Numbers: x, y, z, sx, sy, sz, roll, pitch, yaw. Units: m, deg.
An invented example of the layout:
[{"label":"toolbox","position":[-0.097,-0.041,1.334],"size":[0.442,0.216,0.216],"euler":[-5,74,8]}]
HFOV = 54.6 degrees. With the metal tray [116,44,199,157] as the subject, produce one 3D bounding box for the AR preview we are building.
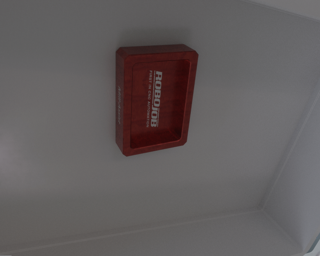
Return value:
[{"label":"metal tray","position":[-0.006,-0.033,0.380],"size":[0.091,0.030,0.129],"euler":[-10,123,-23]}]
